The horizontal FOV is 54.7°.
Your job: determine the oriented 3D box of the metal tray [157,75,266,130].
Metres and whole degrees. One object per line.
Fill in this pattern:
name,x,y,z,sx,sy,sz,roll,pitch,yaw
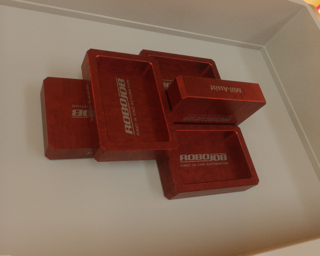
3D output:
metal tray,0.062,-0.026,0.412,0.131,0.090,0.030,1,62,-28

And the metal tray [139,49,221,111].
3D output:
metal tray,0.033,-0.065,0.460,0.131,0.030,0.090,1,61,-28

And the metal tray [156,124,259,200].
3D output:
metal tray,0.061,0.041,0.409,0.131,0.030,0.090,1,62,-28

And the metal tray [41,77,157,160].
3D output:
metal tray,-0.069,-0.012,0.369,0.131,0.030,0.090,0,62,-29

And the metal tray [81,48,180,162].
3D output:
metal tray,-0.037,-0.028,0.359,0.091,0.030,0.130,1,61,-28
